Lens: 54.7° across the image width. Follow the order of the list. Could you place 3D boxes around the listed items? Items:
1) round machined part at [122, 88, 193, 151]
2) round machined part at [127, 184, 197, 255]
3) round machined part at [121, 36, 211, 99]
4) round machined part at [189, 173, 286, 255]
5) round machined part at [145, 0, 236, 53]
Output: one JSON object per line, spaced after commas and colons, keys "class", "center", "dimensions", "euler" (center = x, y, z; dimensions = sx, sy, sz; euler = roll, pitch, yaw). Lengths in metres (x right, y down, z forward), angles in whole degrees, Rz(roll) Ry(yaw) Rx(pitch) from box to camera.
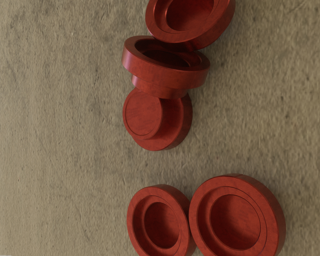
{"class": "round machined part", "center": [-0.010, -0.019, 0.400], "dimensions": [0.098, 0.042, 0.097], "euler": [0, 90, 39]}
{"class": "round machined part", "center": [0.008, 0.119, 0.386], "dimensions": [0.098, 0.042, 0.097], "euler": [0, 90, 39]}
{"class": "round machined part", "center": [0.004, -0.068, 0.355], "dimensions": [0.098, 0.099, 0.042], "euler": [40, 129, 32]}
{"class": "round machined part", "center": [0.082, 0.096, 0.325], "dimensions": [0.098, 0.042, 0.097], "euler": [0, 90, 39]}
{"class": "round machined part", "center": [0.036, -0.127, 0.348], "dimensions": [0.098, 0.042, 0.098], "euler": [-10, 67, 24]}
